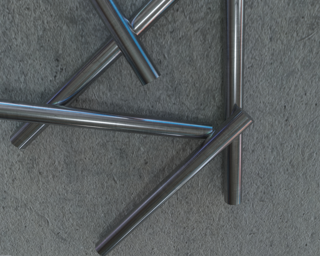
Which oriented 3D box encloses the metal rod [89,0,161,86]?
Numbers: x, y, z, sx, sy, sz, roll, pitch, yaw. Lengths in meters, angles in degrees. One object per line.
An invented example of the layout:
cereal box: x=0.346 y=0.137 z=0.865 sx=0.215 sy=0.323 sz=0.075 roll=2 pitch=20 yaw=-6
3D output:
metal rod: x=-0.088 y=-0.179 z=0.325 sx=0.025 sy=0.025 sz=0.299 roll=-30 pitch=101 yaw=10

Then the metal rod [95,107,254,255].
metal rod: x=0.008 y=0.085 z=0.426 sx=0.025 sy=0.025 sz=0.299 roll=39 pitch=111 yaw=-13

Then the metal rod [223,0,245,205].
metal rod: x=0.094 y=-0.035 z=0.397 sx=0.025 sy=0.025 sz=0.298 roll=-4 pitch=110 yaw=1

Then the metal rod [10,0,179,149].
metal rod: x=-0.079 y=-0.076 z=0.380 sx=0.300 sy=0.025 sz=0.025 roll=-41 pitch=105 yaw=13

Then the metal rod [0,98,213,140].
metal rod: x=-0.082 y=-0.011 z=0.384 sx=0.302 sy=0.025 sz=0.025 roll=6 pitch=110 yaw=-11
